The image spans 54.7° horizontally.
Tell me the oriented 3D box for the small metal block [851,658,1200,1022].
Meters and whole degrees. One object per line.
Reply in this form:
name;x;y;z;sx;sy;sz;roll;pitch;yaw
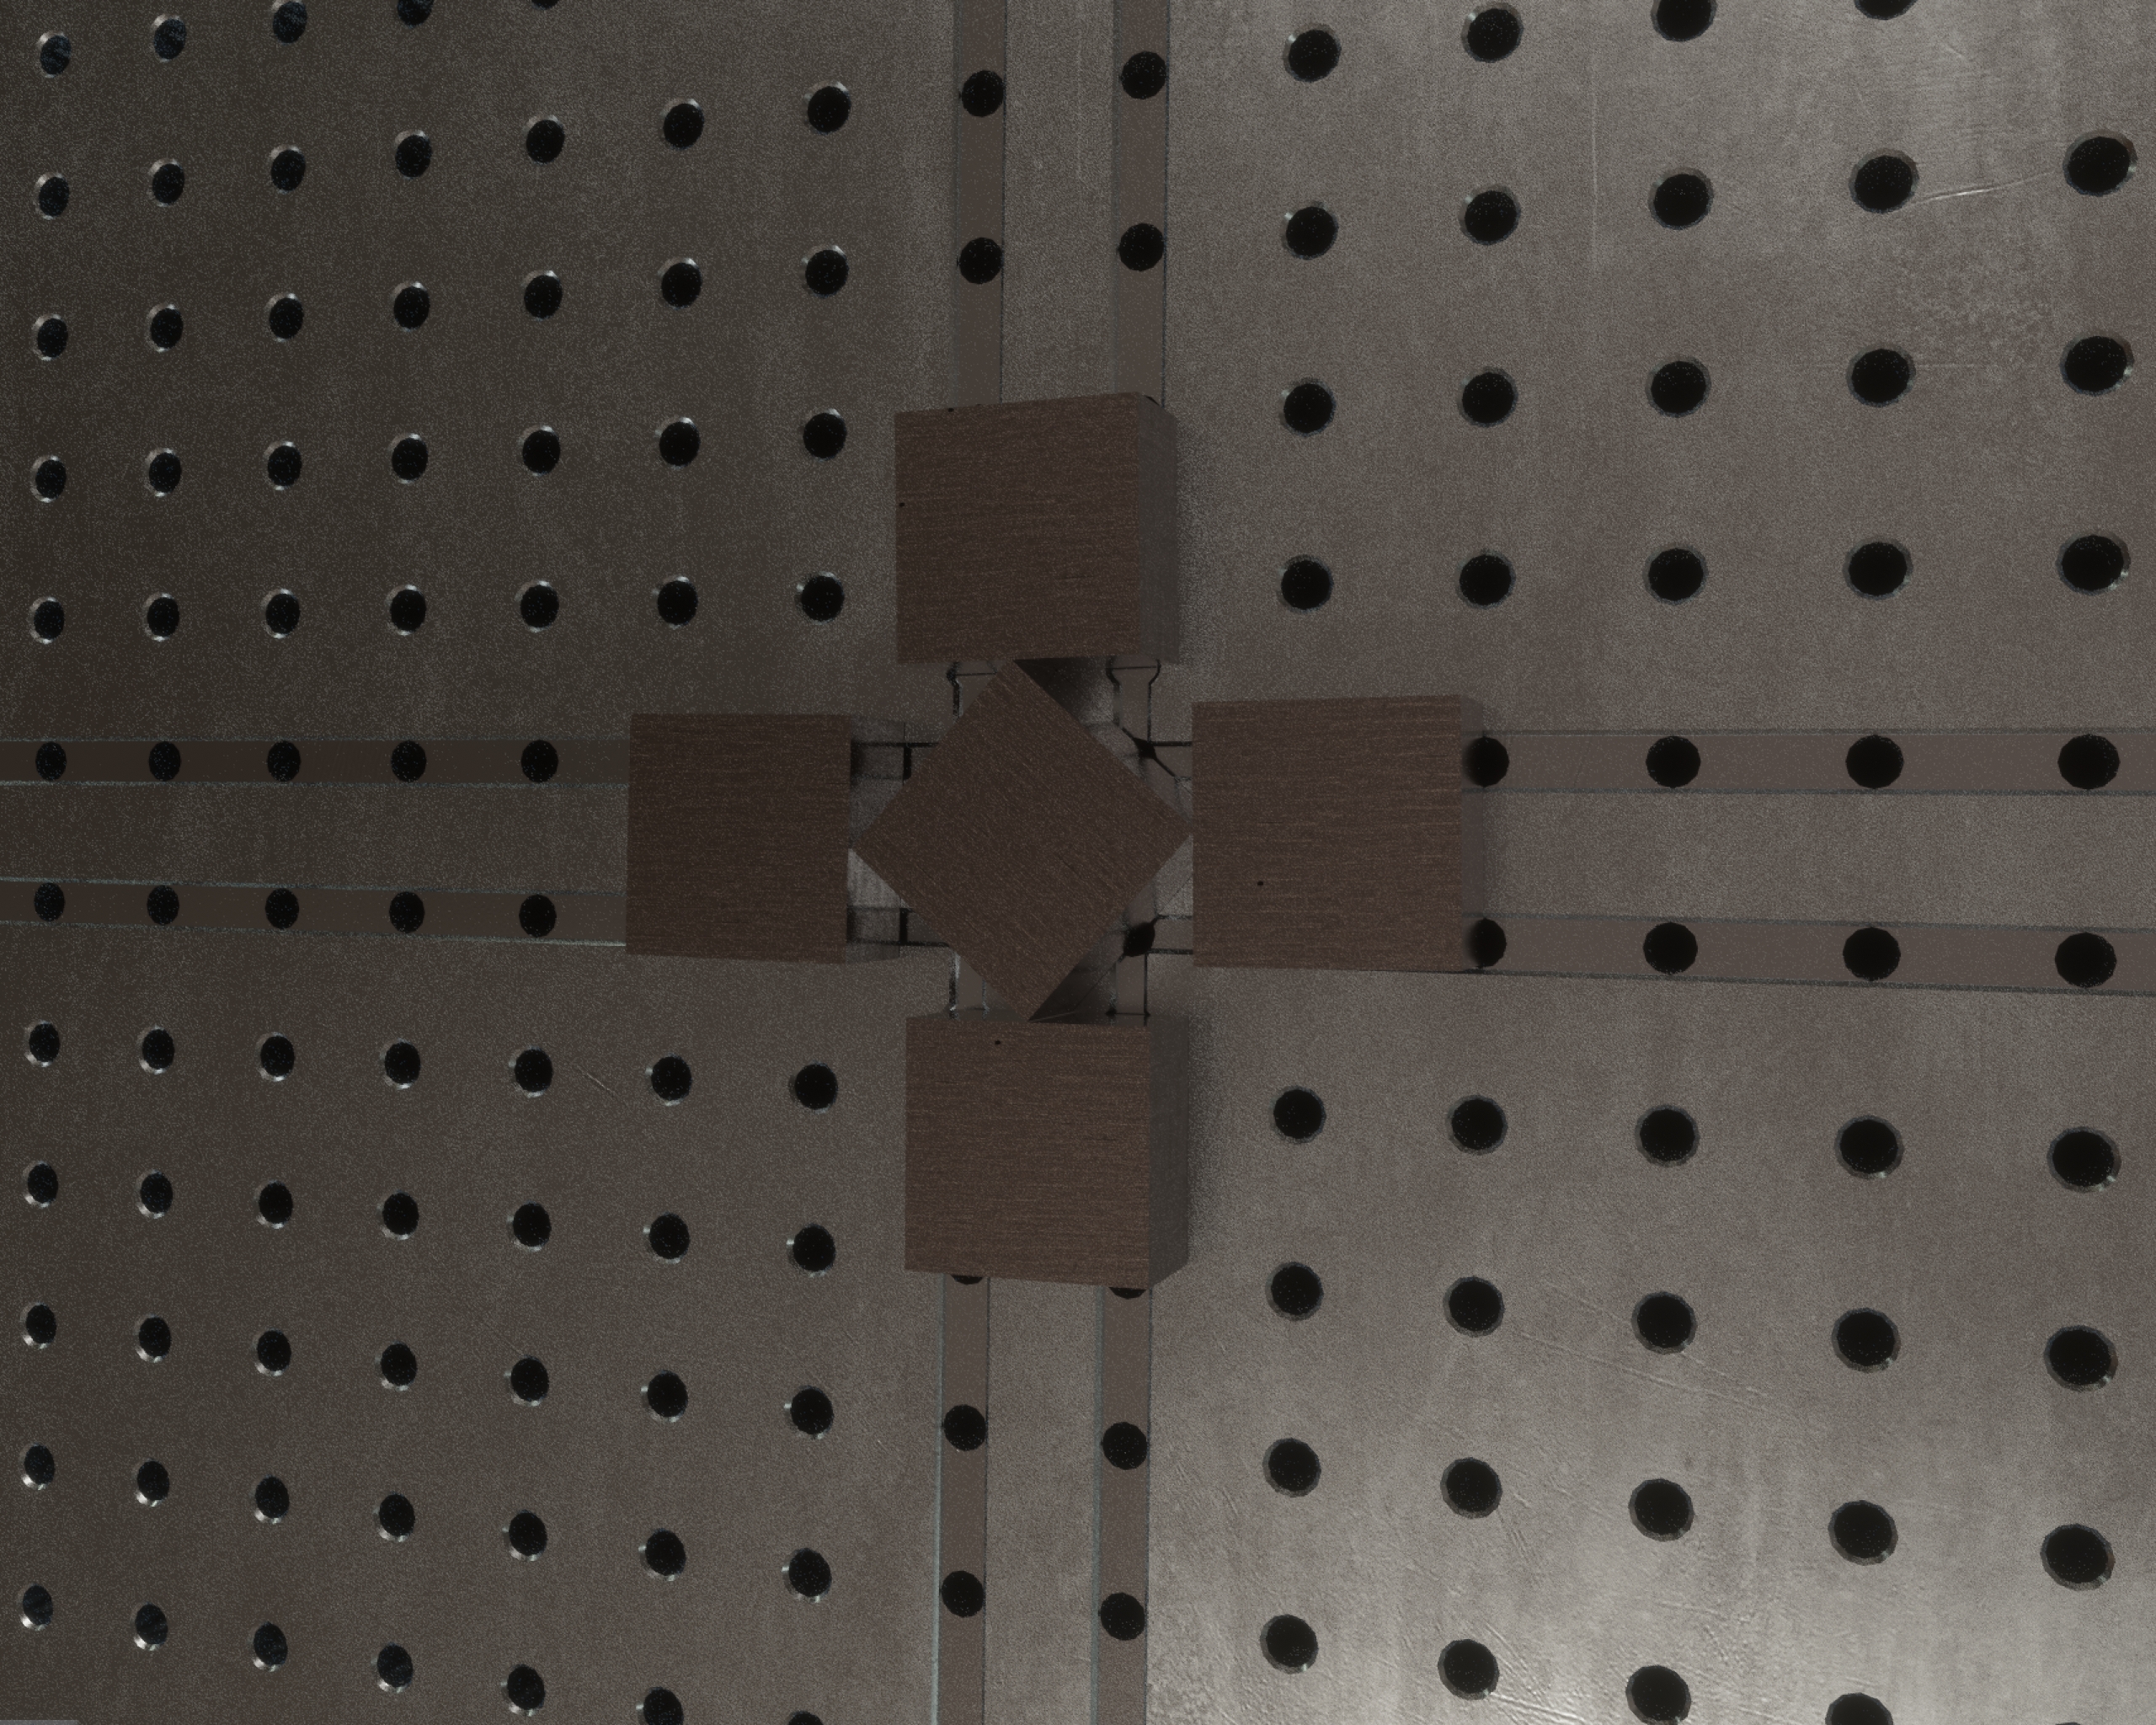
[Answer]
small metal block;-0.007;-0.005;0.414;0.050;0.025;0.050;44;103;14

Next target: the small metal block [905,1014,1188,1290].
small metal block;-0.006;0.056;0.414;0.050;0.025;0.050;0;90;19

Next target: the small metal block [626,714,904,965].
small metal block;-0.065;-0.005;0.434;0.050;0.025;0.050;2;91;19

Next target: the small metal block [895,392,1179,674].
small metal block;-0.008;-0.064;0.414;0.050;0.025;0.050;-1;90;19

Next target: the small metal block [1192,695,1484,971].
small metal block;0.049;-0.005;0.394;0.050;0.025;0.050;0;90;19
